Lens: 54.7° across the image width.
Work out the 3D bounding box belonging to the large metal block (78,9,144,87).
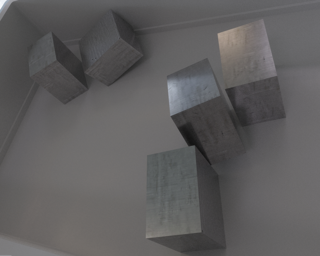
[{"bbox_3d":[-0.082,-0.129,0.500,0.080,0.050,0.080,-37,50,22],"label":"large metal block"}]

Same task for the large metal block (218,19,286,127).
[{"bbox_3d":[0.105,-0.059,0.352,0.050,0.080,0.080,-13,56,21],"label":"large metal block"}]

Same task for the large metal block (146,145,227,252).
[{"bbox_3d":[0.027,0.074,0.311,0.050,0.080,0.080,-14,56,21],"label":"large metal block"}]

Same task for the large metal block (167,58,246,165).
[{"bbox_3d":[0.049,-0.017,0.341,0.050,0.080,0.080,-22,35,15],"label":"large metal block"}]

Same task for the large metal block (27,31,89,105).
[{"bbox_3d":[-0.172,-0.100,0.523,0.050,0.080,0.080,-30,52,9],"label":"large metal block"}]
